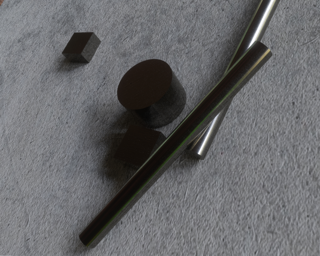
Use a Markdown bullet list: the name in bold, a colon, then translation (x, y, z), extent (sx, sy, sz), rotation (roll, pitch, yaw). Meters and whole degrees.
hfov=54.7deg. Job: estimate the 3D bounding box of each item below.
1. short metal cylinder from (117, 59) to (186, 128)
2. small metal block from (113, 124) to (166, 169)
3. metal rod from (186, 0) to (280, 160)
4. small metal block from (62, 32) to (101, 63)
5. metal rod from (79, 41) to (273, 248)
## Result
- **short metal cylinder**: translation (-0.011, -0.047, 0.422), extent (0.080, 0.050, 0.080), rotation (-13, 56, 21)
- **small metal block**: translation (-0.024, 0.027, 0.400), extent (0.050, 0.025, 0.050), rotation (13, 68, 33)
- **metal rod**: translation (0.109, -0.095, 0.405), extent (0.025, 0.025, 0.300), rotation (17, 70, 34)
- **small metal block**: translation (-0.145, -0.149, 0.571), extent (0.050, 0.025, 0.050), rotation (10, 67, 32)
- **metal rod**: translation (0.014, 0.023, 0.355), extent (0.300, 0.025, 0.025), rotation (-48, 51, 5)
